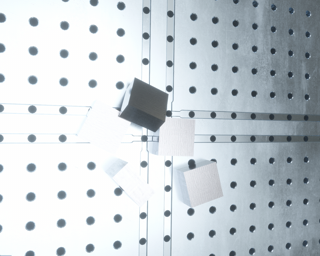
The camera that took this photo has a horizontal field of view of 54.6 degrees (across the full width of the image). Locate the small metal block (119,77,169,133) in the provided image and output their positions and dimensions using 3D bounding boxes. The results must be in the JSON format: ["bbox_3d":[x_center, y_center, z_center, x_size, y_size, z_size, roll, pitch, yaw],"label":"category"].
[{"bbox_3d":[-0.019,-0.029,0.392,0.050,0.025,0.050,25,46,-18],"label":"small metal block"}]

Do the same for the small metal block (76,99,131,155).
[{"bbox_3d":[-0.070,-0.001,0.387,0.050,0.025,0.050,29,81,-18],"label":"small metal block"}]

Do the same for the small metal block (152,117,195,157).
[{"bbox_3d":[0.018,0.012,0.419,0.050,0.025,0.050,4,89,-20],"label":"small metal block"}]

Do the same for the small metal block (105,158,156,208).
[{"bbox_3d":[-0.038,0.067,0.385,0.025,0.050,0.050,-44,104,-14],"label":"small metal block"}]

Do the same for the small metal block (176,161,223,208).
[{"bbox_3d":[0.056,0.077,0.433,0.050,0.025,0.050,-15,95,-19],"label":"small metal block"}]
